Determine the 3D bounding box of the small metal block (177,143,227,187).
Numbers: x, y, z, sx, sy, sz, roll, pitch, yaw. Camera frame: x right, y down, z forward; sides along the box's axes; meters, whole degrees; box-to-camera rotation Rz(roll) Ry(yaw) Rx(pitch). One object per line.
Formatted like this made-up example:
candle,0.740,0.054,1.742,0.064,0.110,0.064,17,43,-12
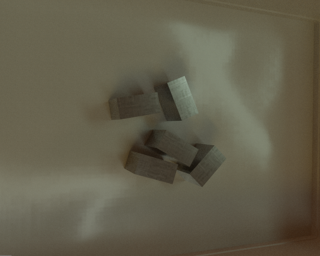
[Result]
small metal block,0.053,0.048,0.418,0.050,0.050,0.025,-46,105,-14

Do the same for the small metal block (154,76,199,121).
small metal block,0.020,-0.037,0.406,0.025,0.050,0.050,-24,99,-19

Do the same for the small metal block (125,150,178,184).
small metal block,-0.012,0.049,0.394,0.050,0.050,0.025,18,84,-20

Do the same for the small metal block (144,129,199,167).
small metal block,0.014,0.025,0.404,0.050,0.050,0.025,31,80,-18

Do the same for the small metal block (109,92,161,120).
small metal block,-0.033,-0.027,0.386,0.050,0.050,0.025,-11,94,-20
